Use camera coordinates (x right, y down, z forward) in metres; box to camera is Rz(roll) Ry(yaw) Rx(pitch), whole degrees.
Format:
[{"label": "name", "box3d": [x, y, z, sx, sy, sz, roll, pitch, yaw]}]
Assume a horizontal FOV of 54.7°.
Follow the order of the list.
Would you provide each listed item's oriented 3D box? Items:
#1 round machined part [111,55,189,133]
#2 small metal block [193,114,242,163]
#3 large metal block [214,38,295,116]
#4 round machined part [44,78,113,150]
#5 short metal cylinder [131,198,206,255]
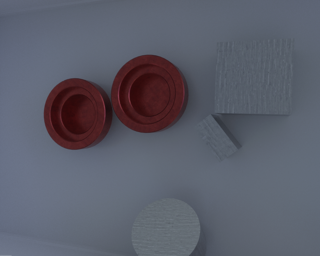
[{"label": "round machined part", "box3d": [-0.010, -0.043, 0.404, 0.098, 0.042, 0.097, 0, 90, 19]}, {"label": "small metal block", "box3d": [0.071, 0.011, 0.372, 0.025, 0.050, 0.050, -39, 78, 16]}, {"label": "large metal block", "box3d": [0.109, -0.055, 0.359, 0.080, 0.050, 0.079, 2, 91, 19]}, {"label": "round machined part", "box3d": [-0.111, -0.019, 0.439, 0.098, 0.042, 0.097, 0, 90, 19]}, {"label": "short metal cylinder", "box3d": [0.012, 0.132, 0.371, 0.080, 0.050, 0.080, -9, 48, 11]}]
